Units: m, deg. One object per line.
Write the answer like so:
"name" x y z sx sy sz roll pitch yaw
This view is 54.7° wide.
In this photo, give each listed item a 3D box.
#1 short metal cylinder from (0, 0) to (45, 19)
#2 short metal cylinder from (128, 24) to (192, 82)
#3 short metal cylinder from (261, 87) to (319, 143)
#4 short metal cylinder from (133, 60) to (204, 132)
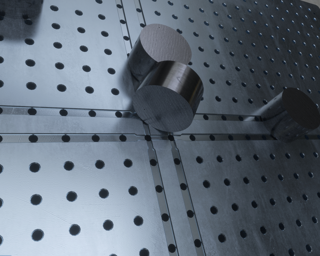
"short metal cylinder" -0.191 -0.191 0.405 0.081 0.050 0.080 13 56 -21
"short metal cylinder" -0.001 -0.105 0.456 0.081 0.050 0.080 14 56 -21
"short metal cylinder" 0.220 -0.021 0.523 0.081 0.050 0.080 14 56 -21
"short metal cylinder" 0.011 -0.040 0.403 0.080 0.080 0.050 31 52 -8
